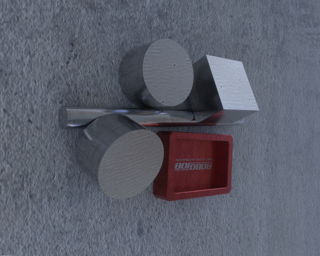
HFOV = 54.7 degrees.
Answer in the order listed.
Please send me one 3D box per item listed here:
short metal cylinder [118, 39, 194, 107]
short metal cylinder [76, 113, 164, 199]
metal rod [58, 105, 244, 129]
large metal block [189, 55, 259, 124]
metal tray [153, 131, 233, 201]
[{"bbox_3d":[-0.004,-0.066,0.386,0.081,0.050,0.080,0,89,-40],"label":"short metal cylinder"},{"bbox_3d":[-0.043,0.030,0.338,0.081,0.050,0.079,-19,123,-33],"label":"short metal cylinder"},{"bbox_3d":[0.015,-0.014,0.420,0.302,0.025,0.025,-1,91,-40],"label":"metal rod"},{"bbox_3d":[0.087,-0.053,0.447,0.081,0.050,0.080,-1,70,-40],"label":"large metal block"},{"bbox_3d":[0.052,0.052,0.445,0.131,0.030,0.089,4,87,-40],"label":"metal tray"}]
